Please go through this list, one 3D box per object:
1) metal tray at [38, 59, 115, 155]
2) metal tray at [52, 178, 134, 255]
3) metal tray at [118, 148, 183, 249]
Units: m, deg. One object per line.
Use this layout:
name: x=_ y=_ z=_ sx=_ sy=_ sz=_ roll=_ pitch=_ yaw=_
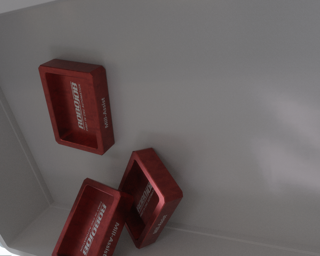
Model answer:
metal tray: x=-0.118 y=-0.029 z=0.449 sx=0.090 sy=0.030 sz=0.129 roll=12 pitch=124 yaw=21
metal tray: x=-0.100 y=0.148 z=0.459 sx=0.090 sy=0.130 sz=0.030 roll=11 pitch=164 yaw=42
metal tray: x=-0.023 y=0.104 z=0.453 sx=0.090 sy=0.030 sz=0.129 roll=53 pitch=137 yaw=33
